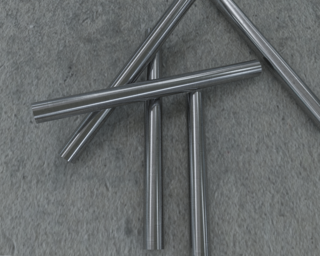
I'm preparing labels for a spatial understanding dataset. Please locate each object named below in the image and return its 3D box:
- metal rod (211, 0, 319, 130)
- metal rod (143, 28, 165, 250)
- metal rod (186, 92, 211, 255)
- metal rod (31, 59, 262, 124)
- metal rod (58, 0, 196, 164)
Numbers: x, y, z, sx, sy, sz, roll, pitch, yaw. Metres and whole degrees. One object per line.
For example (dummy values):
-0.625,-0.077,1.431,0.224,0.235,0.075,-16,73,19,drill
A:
0.149,-0.119,0.453,0.025,0.025,0.299,-30,73,-11,metal rod
-0.009,-0.001,0.408,0.025,0.025,0.299,0,70,-1,metal rod
0.046,0.096,0.373,0.025,0.025,0.299,0,70,0,metal rod
-0.004,-0.051,0.399,0.302,0.025,0.025,-14,71,-17,metal rod
-0.034,-0.082,0.415,0.025,0.025,0.300,34,81,11,metal rod
